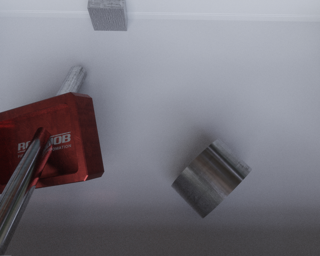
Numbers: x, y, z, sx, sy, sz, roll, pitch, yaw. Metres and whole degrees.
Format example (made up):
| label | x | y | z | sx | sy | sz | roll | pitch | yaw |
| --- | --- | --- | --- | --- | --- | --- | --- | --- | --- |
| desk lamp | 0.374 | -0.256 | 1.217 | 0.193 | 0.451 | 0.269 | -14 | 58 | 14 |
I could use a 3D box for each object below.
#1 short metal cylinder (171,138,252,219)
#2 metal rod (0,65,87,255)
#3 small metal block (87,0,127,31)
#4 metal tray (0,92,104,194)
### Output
| label | x | y | z | sx | sy | sz | roll | pitch | yaw |
| --- | --- | --- | --- | --- | --- | --- | --- | --- | --- |
| short metal cylinder | 0.059 | 0.058 | 0.360 | 0.080 | 0.080 | 0.050 | -42 | 76 | -14 |
| metal rod | -0.131 | 0.027 | 0.333 | 0.025 | 0.025 | 0.300 | 6 | 45 | 2 |
| small metal block | -0.076 | -0.170 | 0.457 | 0.050 | 0.050 | 0.025 | 1 | 70 | 0 |
| metal tray | -0.130 | 0.019 | 0.340 | 0.130 | 0.030 | 0.089 | -12 | 85 | 22 |
